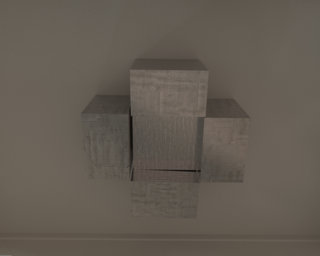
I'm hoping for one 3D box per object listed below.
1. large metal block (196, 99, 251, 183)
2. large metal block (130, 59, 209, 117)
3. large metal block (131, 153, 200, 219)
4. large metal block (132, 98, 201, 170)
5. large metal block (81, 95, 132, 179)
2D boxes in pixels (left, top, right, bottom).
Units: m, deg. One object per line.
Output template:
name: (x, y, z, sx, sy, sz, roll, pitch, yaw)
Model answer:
large metal block: (0.073, 0.013, 0.386, 0.050, 0.080, 0.079, 1, 110, 0)
large metal block: (0.009, -0.050, 0.362, 0.081, 0.080, 0.050, 1, 110, -1)
large metal block: (0.005, 0.072, 0.407, 0.081, 0.080, 0.050, 2, 110, -1)
large metal block: (0.008, 0.006, 0.398, 0.081, 0.050, 0.079, 1, 110, -1)
large metal block: (-0.060, 0.008, 0.383, 0.050, 0.080, 0.079, 1, 110, 0)
